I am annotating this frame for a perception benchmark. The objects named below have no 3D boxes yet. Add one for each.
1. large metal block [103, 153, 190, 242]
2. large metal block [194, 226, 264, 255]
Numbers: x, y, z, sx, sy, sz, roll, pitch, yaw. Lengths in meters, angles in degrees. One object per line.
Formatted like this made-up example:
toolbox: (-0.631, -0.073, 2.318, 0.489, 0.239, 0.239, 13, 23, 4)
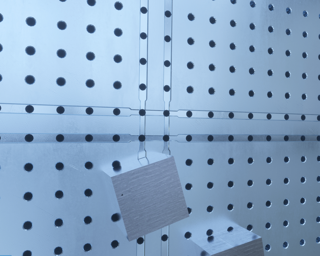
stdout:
large metal block: (-0.018, 0.083, 0.394, 0.081, 0.050, 0.080, -17, 96, -20)
large metal block: (0.101, 0.196, 0.438, 0.081, 0.050, 0.079, -10, 94, -20)
